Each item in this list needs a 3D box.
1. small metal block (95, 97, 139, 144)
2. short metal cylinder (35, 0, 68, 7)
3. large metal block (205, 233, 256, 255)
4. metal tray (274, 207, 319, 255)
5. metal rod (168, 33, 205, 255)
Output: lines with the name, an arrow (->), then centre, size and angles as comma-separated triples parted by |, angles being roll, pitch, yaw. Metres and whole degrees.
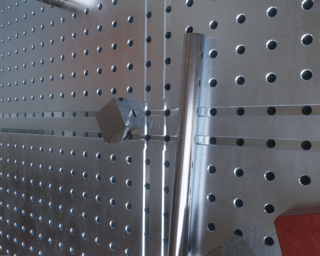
small metal block -> -0.065, -0.011, 0.461 | 0.050, 0.025, 0.050 | -36, 68, 34
short metal cylinder -> -0.200, -0.264, 0.555 | 0.080, 0.050, 0.079 | 0, 90, 39
large metal block -> 0.073, 0.175, 0.332 | 0.080, 0.050, 0.080 | -51, 60, 27
metal tray -> 0.164, 0.136, 0.270 | 0.090, 0.030, 0.129 | -19, 78, 38
metal rod -> 0.031, 0.037, 0.381 | 0.025, 0.025, 0.298 | 7, 94, 39
